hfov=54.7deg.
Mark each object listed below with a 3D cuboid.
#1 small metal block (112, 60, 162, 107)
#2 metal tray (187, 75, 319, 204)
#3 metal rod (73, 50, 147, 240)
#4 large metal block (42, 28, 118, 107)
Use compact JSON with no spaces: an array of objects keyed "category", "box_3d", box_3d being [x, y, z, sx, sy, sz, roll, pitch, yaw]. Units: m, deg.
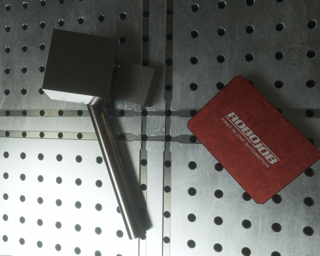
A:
[{"category":"small metal block","box_3d":[-0.032,-0.060,0.423,0.050,0.025,0.050,20,96,18]},{"category":"metal tray","box_3d":[0.108,0.013,0.372,0.090,0.030,0.130,-45,77,14]},{"category":"metal rod","box_3d":[-0.078,0.007,0.438,0.025,0.025,0.299,-21,83,18]},{"category":"large metal block","box_3d":[-0.102,-0.077,0.410,0.081,0.050,0.080,8,80,-6]}]
